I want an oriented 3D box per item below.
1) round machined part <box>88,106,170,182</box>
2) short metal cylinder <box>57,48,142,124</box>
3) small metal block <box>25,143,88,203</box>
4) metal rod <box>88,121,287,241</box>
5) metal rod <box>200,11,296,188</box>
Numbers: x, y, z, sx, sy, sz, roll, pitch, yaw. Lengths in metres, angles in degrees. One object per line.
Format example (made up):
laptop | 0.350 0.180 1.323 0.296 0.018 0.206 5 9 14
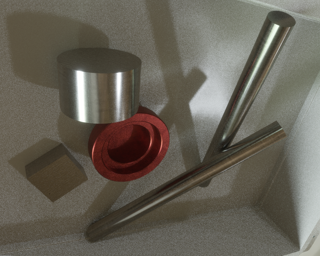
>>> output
round machined part | -0.041 0.015 0.386 0.099 0.042 0.097 -14 124 -21
short metal cylinder | -0.060 -0.045 0.313 0.081 0.080 0.050 -8 122 -24
small metal block | -0.125 0.055 0.375 0.050 0.025 0.050 -33 129 -7
metal rod | 0.027 0.078 0.420 0.300 0.025 0.025 -31 131 13
metal rod | 0.088 -0.005 0.387 0.025 0.025 0.298 -16 147 -20
